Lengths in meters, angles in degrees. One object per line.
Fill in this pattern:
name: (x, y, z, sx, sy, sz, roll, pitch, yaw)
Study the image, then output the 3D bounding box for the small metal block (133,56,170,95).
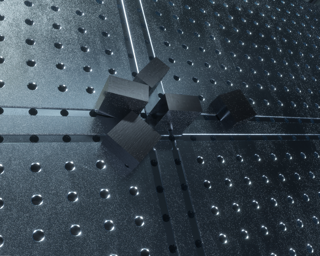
small metal block: (-0.018, -0.061, 0.419, 0.025, 0.050, 0.050, 39, 51, -2)

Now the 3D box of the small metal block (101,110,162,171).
small metal block: (-0.034, 0.015, 0.380, 0.050, 0.025, 0.050, 41, 51, 0)

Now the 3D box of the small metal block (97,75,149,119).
small metal block: (-0.047, -0.036, 0.388, 0.050, 0.050, 0.025, 13, 57, -21)

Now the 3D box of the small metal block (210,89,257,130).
small metal block: (0.116, -0.030, 0.488, 0.050, 0.025, 0.050, -19, 72, -35)

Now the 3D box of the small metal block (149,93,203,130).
small metal block: (0.021, -0.021, 0.415, 0.050, 0.050, 0.025, 2, 61, -27)
